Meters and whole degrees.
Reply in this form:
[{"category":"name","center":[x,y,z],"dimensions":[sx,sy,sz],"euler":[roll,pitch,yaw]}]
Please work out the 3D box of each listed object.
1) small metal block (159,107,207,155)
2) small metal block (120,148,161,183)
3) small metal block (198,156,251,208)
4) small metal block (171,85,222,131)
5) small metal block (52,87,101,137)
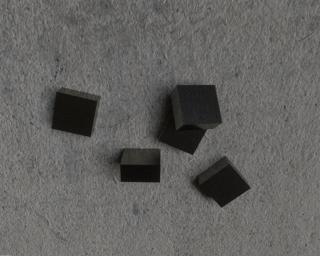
[{"category":"small metal block","center":[0.031,0.001,0.410],"dimensions":[0.050,0.025,0.050],"euler":[24,108,-9]},{"category":"small metal block","center":[-0.025,0.049,0.414],"dimensions":[0.050,0.050,0.025],"euler":[1,110,-1]},{"category":"small metal block","center":[0.090,0.076,0.439],"dimensions":[0.050,0.025,0.050],"euler":[-38,106,13]},{"category":"small metal block","center":[0.044,-0.025,0.381],"dimensions":[0.050,0.025,0.050],"euler":[-3,74,-18]},{"category":"small metal block","center":[-0.108,-0.021,0.401],"dimensions":[0.050,0.025,0.050],"euler":[13,110,-5]}]
